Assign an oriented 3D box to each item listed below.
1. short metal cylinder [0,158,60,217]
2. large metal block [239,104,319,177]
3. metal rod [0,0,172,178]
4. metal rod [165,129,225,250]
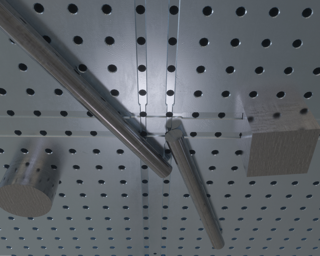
[{"bbox_3d":[-0.200,0.092,0.471,0.081,0.050,0.079,0,130,0],"label":"short metal cylinder"},{"bbox_3d":[0.154,0.018,0.412,0.080,0.050,0.080,-4,130,3],"label":"large metal block"},{"bbox_3d":[-0.078,-0.028,0.386,0.025,0.025,0.300,-28,125,22],"label":"metal rod"},{"bbox_3d":[0.066,0.118,0.512,0.025,0.025,0.299,-15,129,12],"label":"metal rod"}]
